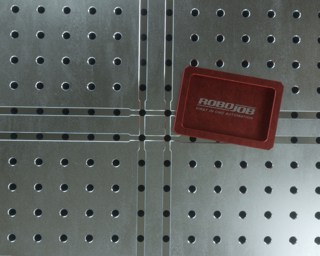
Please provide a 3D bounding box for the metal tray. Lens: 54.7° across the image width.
[{"bbox_3d":[0.088,-0.026,0.411,0.131,0.030,0.089,10,90,-1],"label":"metal tray"}]
